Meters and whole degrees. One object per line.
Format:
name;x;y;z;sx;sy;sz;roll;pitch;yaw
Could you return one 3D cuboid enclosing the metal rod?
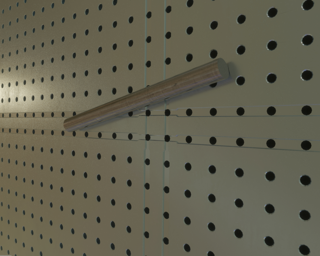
metal rod;-0.042;-0.036;0.441;0.300;0.025;0.025;-15;80;38
